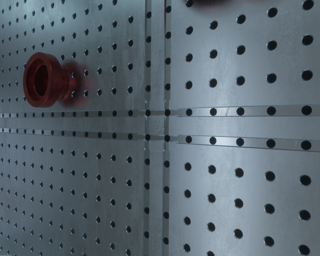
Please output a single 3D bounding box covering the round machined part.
[{"bbox_3d":[-0.205,-0.085,0.564,0.098,0.042,0.097,0,90,39],"label":"round machined part"}]
